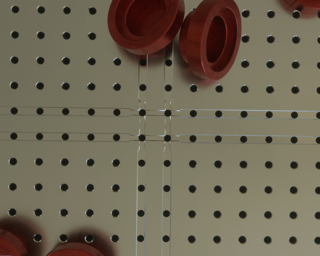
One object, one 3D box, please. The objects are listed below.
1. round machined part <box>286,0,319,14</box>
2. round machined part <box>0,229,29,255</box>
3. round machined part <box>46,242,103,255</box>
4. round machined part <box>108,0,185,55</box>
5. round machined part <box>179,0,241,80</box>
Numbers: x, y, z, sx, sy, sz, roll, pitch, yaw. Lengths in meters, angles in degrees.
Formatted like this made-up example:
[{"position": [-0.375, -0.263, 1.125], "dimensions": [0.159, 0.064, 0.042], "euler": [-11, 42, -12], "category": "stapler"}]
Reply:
[{"position": [0.212, -0.206, 0.408], "dimensions": [0.099, 0.042, 0.097], "euler": [0, 90, -1], "category": "round machined part"}, {"position": [-0.218, 0.178, 0.402], "dimensions": [0.099, 0.042, 0.097], "euler": [0, 90, -1], "category": "round machined part"}, {"position": [-0.111, 0.197, 0.404], "dimensions": [0.099, 0.042, 0.097], "euler": [0, 90, -1], "category": "round machined part"}, {"position": [-0.014, -0.139, 0.392], "dimensions": [0.098, 0.042, 0.097], "euler": [-4, 80, 26], "category": "round machined part"}, {"position": [0.060, -0.112, 0.387], "dimensions": [0.042, 0.098, 0.098], "euler": [19, 90, 35], "category": "round machined part"}]
